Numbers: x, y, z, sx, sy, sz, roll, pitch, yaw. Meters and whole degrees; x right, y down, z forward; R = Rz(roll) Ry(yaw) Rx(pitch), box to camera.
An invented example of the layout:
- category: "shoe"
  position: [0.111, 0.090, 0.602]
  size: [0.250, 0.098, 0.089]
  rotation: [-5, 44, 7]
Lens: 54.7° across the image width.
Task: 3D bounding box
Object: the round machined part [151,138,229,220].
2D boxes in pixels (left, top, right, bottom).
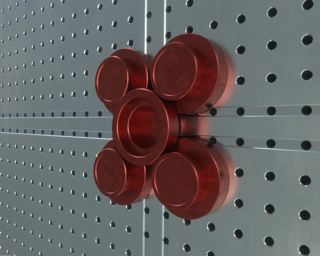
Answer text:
- category: "round machined part"
  position: [0.028, 0.061, 0.372]
  size: [0.098, 0.042, 0.097]
  rotation: [0, 90, 39]

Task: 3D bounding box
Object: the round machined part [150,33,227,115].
- category: "round machined part"
  position: [0.027, -0.065, 0.374]
  size: [0.098, 0.042, 0.097]
  rotation: [0, 90, 39]

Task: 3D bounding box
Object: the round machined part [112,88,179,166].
- category: "round machined part"
  position: [-0.014, -0.001, 0.406]
  size: [0.098, 0.042, 0.097]
  rotation: [0, 90, 39]

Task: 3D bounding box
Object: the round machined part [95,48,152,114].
- category: "round machined part"
  position: [-0.055, -0.065, 0.440]
  size: [0.098, 0.042, 0.097]
  rotation: [0, 90, 39]

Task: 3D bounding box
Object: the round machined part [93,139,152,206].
- category: "round machined part"
  position: [-0.058, 0.062, 0.444]
  size: [0.098, 0.042, 0.097]
  rotation: [0, 90, 39]
